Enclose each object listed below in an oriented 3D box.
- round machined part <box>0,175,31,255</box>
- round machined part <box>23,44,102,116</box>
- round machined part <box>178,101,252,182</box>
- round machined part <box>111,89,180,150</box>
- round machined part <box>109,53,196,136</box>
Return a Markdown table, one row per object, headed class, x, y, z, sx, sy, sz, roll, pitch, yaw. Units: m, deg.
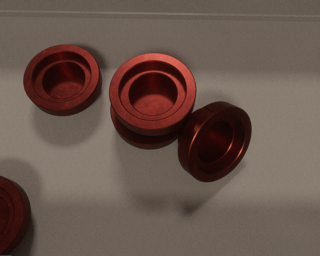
| class | x | y | z | sx | sy | sz | roll | pitch | yaw |
| --- | --- | --- | --- | --- | --- | --- | --- | --- | --- |
| round machined part | -0.199 | 0.105 | 0.360 | 0.099 | 0.042 | 0.098 | 0 | 70 | -1 |
| round machined part | -0.128 | -0.061 | 0.421 | 0.099 | 0.042 | 0.098 | 0 | 70 | -1 |
| round machined part | 0.061 | 0.013 | 0.377 | 0.098 | 0.098 | 0.042 | -39 | 39 | -13 |
| round machined part | -0.013 | -0.018 | 0.407 | 0.099 | 0.042 | 0.098 | 0 | 70 | 0 |
| round machined part | -0.007 | -0.036 | 0.368 | 0.099 | 0.042 | 0.098 | -1 | 69 | 2 |
